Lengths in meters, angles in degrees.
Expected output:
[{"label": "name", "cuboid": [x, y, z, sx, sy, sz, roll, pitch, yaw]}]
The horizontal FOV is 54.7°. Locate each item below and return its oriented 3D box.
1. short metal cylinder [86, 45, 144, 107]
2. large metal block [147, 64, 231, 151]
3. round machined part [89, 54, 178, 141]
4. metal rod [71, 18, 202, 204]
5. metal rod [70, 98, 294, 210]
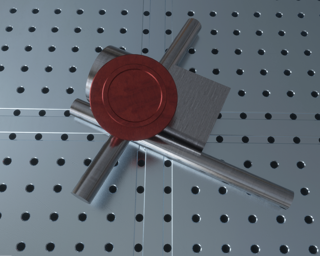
[{"label": "short metal cylinder", "cuboid": [-0.053, -0.060, 0.403, 0.050, 0.080, 0.080, 24, 72, 8]}, {"label": "large metal block", "cuboid": [0.035, -0.024, 0.404, 0.080, 0.050, 0.080, 24, 72, 8]}, {"label": "round machined part", "cuboid": [-0.029, -0.034, 0.345, 0.099, 0.042, 0.097, 0, 90, -7]}, {"label": "metal rod", "cuboid": [-0.018, -0.039, 0.405, 0.025, 0.025, 0.300, 27, 64, 9]}, {"label": "metal rod", "cuboid": [0.022, 0.030, 0.400, 0.301, 0.025, 0.025, 23, 72, 8]}]
